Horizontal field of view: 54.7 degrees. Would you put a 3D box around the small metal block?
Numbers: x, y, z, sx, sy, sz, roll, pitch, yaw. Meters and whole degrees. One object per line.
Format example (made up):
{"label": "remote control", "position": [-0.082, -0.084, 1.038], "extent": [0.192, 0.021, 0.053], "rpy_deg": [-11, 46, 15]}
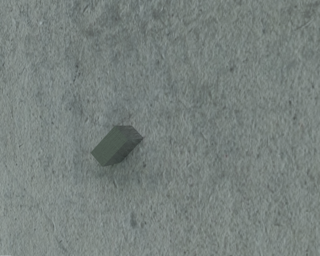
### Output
{"label": "small metal block", "position": [-0.056, 0.023, 0.414], "extent": [0.050, 0.050, 0.025], "rpy_deg": [-47, 76, 14]}
